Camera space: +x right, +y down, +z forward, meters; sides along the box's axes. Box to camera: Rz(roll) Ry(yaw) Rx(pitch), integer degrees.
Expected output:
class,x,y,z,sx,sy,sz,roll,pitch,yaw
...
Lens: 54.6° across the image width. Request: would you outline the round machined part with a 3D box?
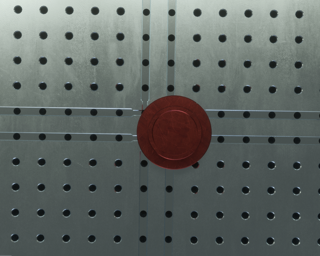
class,x,y,z,sx,sy,sz,roll,pitch,yaw
round machined part,0.019,0.006,0.405,0.099,0.042,0.097,0,90,0
